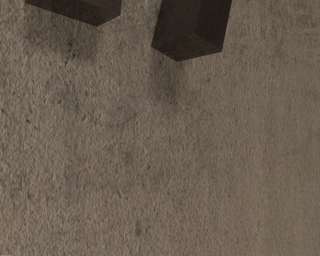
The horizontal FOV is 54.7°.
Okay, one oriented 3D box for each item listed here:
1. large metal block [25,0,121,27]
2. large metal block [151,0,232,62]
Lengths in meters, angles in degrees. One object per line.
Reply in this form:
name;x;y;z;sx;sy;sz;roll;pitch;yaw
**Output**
large metal block;-0.085;-0.161;0.318;0.081;0.050;0.080;7;86;-40
large metal block;0.041;-0.140;0.405;0.050;0.080;0.080;21;77;-39
